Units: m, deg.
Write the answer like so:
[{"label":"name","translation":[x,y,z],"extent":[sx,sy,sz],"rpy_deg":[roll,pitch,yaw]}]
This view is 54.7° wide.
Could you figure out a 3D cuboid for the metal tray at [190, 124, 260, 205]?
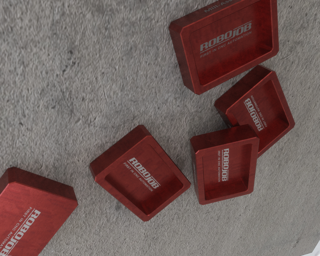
[{"label":"metal tray","translation":[0.097,0.059,0.469],"extent":[0.091,0.030,0.129],"rpy_deg":[-13,132,-3]}]

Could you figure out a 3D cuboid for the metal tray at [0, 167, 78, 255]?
[{"label":"metal tray","translation":[-0.176,0.118,0.380],"extent":[0.090,0.030,0.130],"rpy_deg":[32,100,-38]}]

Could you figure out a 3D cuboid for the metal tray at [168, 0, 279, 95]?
[{"label":"metal tray","translation":[0.083,-0.109,0.381],"extent":[0.131,0.030,0.090],"rpy_deg":[-28,128,-11]}]

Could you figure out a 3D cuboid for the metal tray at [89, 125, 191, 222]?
[{"label":"metal tray","translation":[-0.023,0.067,0.432],"extent":[0.090,0.030,0.130],"rpy_deg":[-39,130,-2]}]

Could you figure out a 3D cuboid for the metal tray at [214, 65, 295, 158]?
[{"label":"metal tray","translation":[0.148,-0.020,0.471],"extent":[0.090,0.030,0.130],"rpy_deg":[-41,130,0]}]
